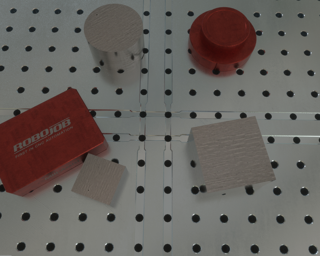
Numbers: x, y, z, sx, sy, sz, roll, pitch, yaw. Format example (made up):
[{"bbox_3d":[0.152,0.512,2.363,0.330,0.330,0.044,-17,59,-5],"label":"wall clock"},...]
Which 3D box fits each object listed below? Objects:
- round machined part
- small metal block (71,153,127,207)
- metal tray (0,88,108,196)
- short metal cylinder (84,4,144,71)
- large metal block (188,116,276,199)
[{"bbox_3d":[0.093,-0.136,0.454,0.099,0.042,0.098,0,70,-1],"label":"round machined part"},{"bbox_3d":[-0.074,0.065,0.387,0.050,0.025,0.050,19,71,6],"label":"small metal block"},{"bbox_3d":[-0.146,0.017,0.401,0.131,0.030,0.090,-30,73,-11],"label":"metal tray"},{"bbox_3d":[-0.063,-0.129,0.445,0.081,0.050,0.080,0,70,0],"label":"short metal cylinder"},{"bbox_3d":[0.085,0.037,0.386,0.081,0.050,0.080,-10,71,-4],"label":"large metal block"}]
